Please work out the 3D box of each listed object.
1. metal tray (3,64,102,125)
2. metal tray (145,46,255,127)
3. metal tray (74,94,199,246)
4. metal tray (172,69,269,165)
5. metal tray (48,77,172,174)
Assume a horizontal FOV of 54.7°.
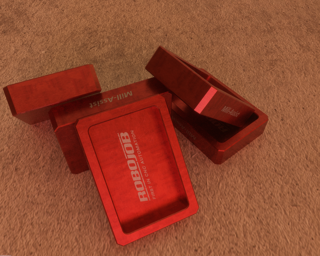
[{"bbox_3d":[-0.123,-0.036,0.372,0.091,0.130,0.030,-19,92,-16],"label":"metal tray"},{"bbox_3d":[0.053,-0.046,0.371,0.090,0.030,0.131,45,18,30],"label":"metal tray"},{"bbox_3d":[-0.022,0.040,0.314,0.091,0.030,0.129,-20,98,-16],"label":"metal tray"},{"bbox_3d":[0.066,-0.022,0.420,0.091,0.030,0.130,-31,57,-24],"label":"metal tray"},{"bbox_3d":[-0.052,-0.002,0.363,0.131,0.089,0.030,-20,53,-16],"label":"metal tray"}]
